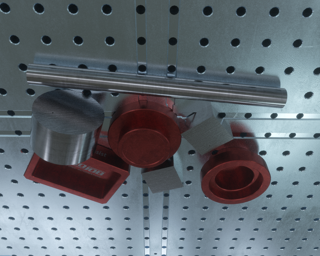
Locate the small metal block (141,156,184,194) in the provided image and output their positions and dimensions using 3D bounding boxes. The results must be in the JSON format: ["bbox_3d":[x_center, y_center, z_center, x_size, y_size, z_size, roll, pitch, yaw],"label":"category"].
[{"bbox_3d":[0.004,0.070,0.471,0.050,0.025,0.050,-15,129,12],"label":"small metal block"}]

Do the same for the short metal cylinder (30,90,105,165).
[{"bbox_3d":[-0.112,-0.002,0.372,0.081,0.080,0.050,14,129,-12],"label":"short metal cylinder"}]

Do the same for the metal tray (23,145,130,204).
[{"bbox_3d":[-0.120,0.059,0.457,0.131,0.030,0.089,24,126,-19],"label":"metal tray"}]

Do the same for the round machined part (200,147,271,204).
[{"bbox_3d":[0.108,0.066,0.458,0.099,0.042,0.097,0,130,0],"label":"round machined part"}]

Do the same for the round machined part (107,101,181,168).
[{"bbox_3d":[-0.021,0.015,0.413,0.099,0.042,0.097,0,128,0],"label":"round machined part"}]

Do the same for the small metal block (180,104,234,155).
[{"bbox_3d":[0.062,0.003,0.415,0.050,0.025,0.050,-31,124,23],"label":"small metal block"}]

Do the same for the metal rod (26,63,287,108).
[{"bbox_3d":[0.001,-0.049,0.369,0.302,0.025,0.025,5,130,-5],"label":"metal rod"}]
